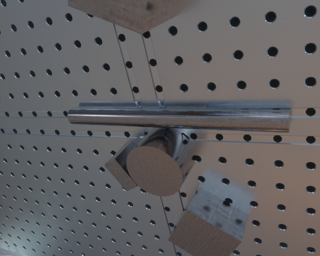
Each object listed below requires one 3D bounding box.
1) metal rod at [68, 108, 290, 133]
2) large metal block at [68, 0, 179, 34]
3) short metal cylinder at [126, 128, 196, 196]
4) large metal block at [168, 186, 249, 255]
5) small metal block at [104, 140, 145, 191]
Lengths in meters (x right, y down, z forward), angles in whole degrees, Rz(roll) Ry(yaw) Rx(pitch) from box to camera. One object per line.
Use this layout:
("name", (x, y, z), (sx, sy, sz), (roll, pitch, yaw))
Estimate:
("metal rod", (0.005, -0.013, 0.399), (0.301, 0.025, 0.025), (2, 120, 26))
("large metal block", (-0.031, -0.139, 0.305), (0.080, 0.080, 0.050), (25, 127, 12))
("short metal cylinder", (0.002, 0.045, 0.421), (0.080, 0.050, 0.079), (13, 124, 20))
("large metal block", (0.069, 0.144, 0.447), (0.080, 0.050, 0.079), (29, 128, 9))
("small metal block", (-0.044, 0.054, 0.450), (0.025, 0.050, 0.050), (-31, 101, 38))
